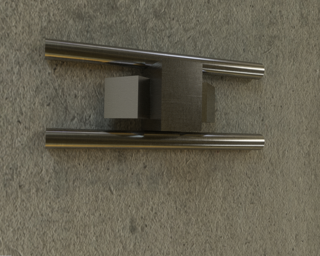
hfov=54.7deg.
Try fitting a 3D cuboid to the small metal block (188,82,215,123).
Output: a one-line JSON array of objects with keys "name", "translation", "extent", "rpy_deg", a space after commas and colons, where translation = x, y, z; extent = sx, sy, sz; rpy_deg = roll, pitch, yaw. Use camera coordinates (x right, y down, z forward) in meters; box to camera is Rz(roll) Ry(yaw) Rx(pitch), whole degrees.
[{"name": "small metal block", "translation": [0.057, -0.033, 0.418], "extent": [0.025, 0.050, 0.050], "rpy_deg": [0, 89, 21]}]

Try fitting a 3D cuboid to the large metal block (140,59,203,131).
[{"name": "large metal block", "translation": [0.011, -0.036, 0.388], "extent": [0.050, 0.080, 0.079], "rpy_deg": [1, 90, -20]}]

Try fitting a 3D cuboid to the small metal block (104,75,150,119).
[{"name": "small metal block", "translation": [-0.041, -0.036, 0.381], "extent": [0.025, 0.050, 0.050], "rpy_deg": [1, 90, -60]}]

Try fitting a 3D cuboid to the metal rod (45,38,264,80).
[{"name": "metal rod", "translation": [0.008, -0.089, 0.414], "extent": [0.303, 0.025, 0.025], "rpy_deg": [1, 90, -21]}]

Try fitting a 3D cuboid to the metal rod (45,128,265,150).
[{"name": "metal rod", "translation": [0.008, 0.017, 0.414], "extent": [0.303, 0.025, 0.025], "rpy_deg": [2, 90, -21]}]
